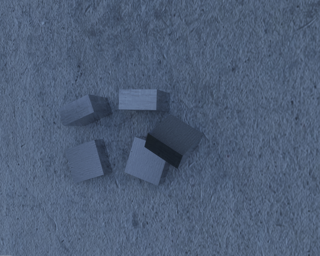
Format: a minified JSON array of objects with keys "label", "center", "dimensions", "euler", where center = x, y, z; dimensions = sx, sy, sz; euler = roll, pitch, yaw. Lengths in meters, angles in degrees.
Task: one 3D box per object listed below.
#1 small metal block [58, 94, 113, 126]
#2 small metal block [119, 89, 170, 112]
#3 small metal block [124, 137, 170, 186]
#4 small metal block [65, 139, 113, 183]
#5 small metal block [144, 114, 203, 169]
[{"label":"small metal block","center":[-0.103,-0.023,0.432],"dimensions":[0.050,0.050,0.025],"euler":[-22,83,18]},{"label":"small metal block","center":[-0.019,-0.035,0.402],"dimensions":[0.050,0.050,0.025],"euler":[2,91,20]},{"label":"small metal block","center":[-0.014,0.043,0.414],"dimensions":[0.050,0.025,0.050],"euler":[19,96,19]},{"label":"small metal block","center":[-0.102,0.047,0.445],"dimensions":[0.050,0.025,0.050],"euler":[-18,84,19]},{"label":"small metal block","center":[0.017,0.015,0.387],"dimensions":[0.050,0.050,0.025],"euler":[33,135,17]}]
